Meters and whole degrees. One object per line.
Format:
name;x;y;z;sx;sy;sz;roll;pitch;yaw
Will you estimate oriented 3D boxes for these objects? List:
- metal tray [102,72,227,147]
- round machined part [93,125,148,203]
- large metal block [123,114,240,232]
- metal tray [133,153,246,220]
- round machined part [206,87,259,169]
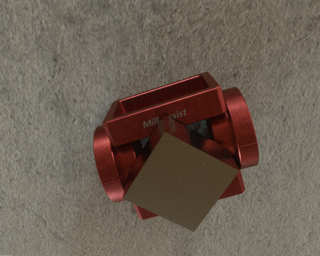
metal tray;0.004;-0.026;0.368;0.131;0.090;0.030;-17;109;6
round machined part;-0.044;0.040;0.386;0.042;0.098;0.097;-15;110;5
large metal block;0.019;0.045;0.316;0.080;0.050;0.080;28;107;-10
metal tray;0.033;0.064;0.399;0.131;0.090;0.030;-16;110;5
round machined part;0.082;0.003;0.374;0.042;0.098;0.097;-15;110;5
